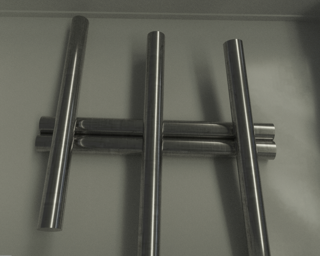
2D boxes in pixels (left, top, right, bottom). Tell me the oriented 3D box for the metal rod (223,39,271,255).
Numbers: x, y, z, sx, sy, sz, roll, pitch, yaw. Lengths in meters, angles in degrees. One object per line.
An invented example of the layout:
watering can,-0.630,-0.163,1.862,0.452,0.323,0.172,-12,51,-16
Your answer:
metal rod,0.105,0.036,0.373,0.025,0.025,0.298,-4,78,-2

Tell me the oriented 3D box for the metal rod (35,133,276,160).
metal rod,-0.005,0.024,0.400,0.302,0.025,0.025,2,70,0

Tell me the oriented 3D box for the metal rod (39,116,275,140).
metal rod,-0.004,0.001,0.408,0.302,0.025,0.025,2,70,0

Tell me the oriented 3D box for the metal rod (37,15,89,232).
metal rod,-0.116,-0.026,0.391,0.025,0.025,0.299,-1,62,-1

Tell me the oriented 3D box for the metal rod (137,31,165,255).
metal rod,-0.009,0.014,0.377,0.025,0.025,0.299,1,70,0
